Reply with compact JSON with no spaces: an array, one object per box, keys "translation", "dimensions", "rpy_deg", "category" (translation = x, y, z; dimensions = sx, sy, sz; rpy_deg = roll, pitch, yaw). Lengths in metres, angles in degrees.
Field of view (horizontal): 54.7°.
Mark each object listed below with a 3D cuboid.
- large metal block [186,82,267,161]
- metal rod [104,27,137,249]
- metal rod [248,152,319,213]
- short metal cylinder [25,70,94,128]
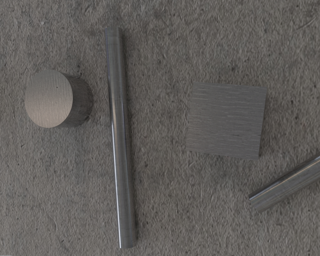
[{"translation":[0.080,-0.009,0.367],"dimensions":[0.080,0.050,0.079],"rpy_deg":[7,93,19],"category":"large metal block"},{"translation":[-0.055,0.012,0.428],"dimensions":[0.025,0.025,0.298],"rpy_deg":[-4,89,20],"category":"metal rod"},{"translation":[0.228,0.005,0.328],"dimensions":[0.300,0.025,0.025],"rpy_deg":[-36,79,16],"category":"metal rod"},{"translation":[-0.145,-0.040,0.447],"dimensions":[0.080,0.050,0.079],"rpy_deg":[0,90,20],"category":"short metal cylinder"}]
